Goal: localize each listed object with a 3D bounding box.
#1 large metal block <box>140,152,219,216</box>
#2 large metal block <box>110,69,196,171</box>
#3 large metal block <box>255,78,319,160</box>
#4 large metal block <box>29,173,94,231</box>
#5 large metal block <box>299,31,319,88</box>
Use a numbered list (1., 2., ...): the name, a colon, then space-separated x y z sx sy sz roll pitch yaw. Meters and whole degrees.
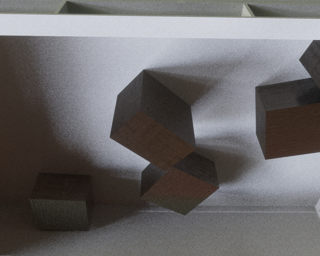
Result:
1. large metal block: 0.027 0.076 0.458 0.080 0.050 0.080 27 125 -21
2. large metal block: -0.007 -0.009 0.365 0.080 0.080 0.050 35 122 -26
3. large metal block: 0.166 -0.011 0.384 0.080 0.050 0.080 -9 130 7
4. large metal block: -0.152 0.118 0.492 0.081 0.050 0.079 3 130 -3
5. large metal block: 0.208 -0.061 0.323 0.081 0.080 0.050 16 128 -13
